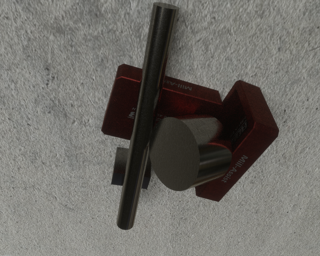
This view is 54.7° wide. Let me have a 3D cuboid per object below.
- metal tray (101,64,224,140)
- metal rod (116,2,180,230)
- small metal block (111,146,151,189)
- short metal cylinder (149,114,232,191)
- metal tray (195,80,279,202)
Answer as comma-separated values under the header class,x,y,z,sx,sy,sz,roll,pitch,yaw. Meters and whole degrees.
class,x,y,z,sx,sy,sz,roll,pitch,yaw
metal tray,0.001,-0.019,0.388,0.131,0.030,0.089,14,129,-12
metal rod,-0.022,0.010,0.366,0.025,0.025,0.298,8,121,-7
small metal block,-0.040,0.056,0.439,0.050,0.050,0.025,10,129,-9
short metal cylinder,0.032,0.025,0.347,0.050,0.080,0.079,-7,140,-39
metal tray,0.084,0.018,0.382,0.030,0.090,0.129,18,128,-15
